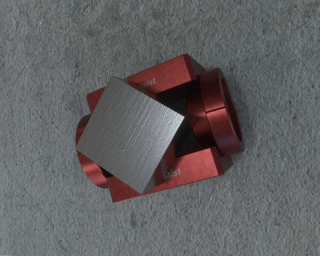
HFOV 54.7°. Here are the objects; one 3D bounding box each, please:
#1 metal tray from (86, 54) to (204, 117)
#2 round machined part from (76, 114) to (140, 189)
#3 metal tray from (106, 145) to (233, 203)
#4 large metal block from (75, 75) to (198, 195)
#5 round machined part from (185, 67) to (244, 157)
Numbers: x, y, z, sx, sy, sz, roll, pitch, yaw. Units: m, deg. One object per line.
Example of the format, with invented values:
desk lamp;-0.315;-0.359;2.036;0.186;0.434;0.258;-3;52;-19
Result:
metal tray;-0.011;-0.044;0.380;0.130;0.090;0.030;-19;84;18
round machined part;-0.059;0.024;0.391;0.042;0.098;0.097;-16;85;19
metal tray;0.015;0.051;0.368;0.130;0.090;0.030;-18;84;18
large metal block;-0.022;0.005;0.306;0.080;0.050;0.080;31;100;17
round machined part;0.060;-0.015;0.349;0.042;0.098;0.097;-16;85;19
